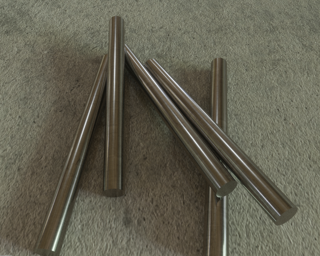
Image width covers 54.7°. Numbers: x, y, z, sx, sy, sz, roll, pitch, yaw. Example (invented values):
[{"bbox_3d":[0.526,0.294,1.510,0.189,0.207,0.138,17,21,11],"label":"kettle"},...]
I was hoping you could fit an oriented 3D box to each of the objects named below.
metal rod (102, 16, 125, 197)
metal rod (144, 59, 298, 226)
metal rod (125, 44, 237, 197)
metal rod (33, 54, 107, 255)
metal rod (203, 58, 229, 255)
[{"bbox_3d":[-0.061,-0.051,0.427,0.025,0.025,0.299,-3,56,-3],"label":"metal rod"},{"bbox_3d":[0.050,-0.008,0.383,0.025,0.025,0.300,-20,45,-16],"label":"metal rod"},{"bbox_3d":[0.004,-0.032,0.412,0.025,0.025,0.300,-20,48,-16],"label":"metal rod"},{"bbox_3d":[-0.095,0.007,0.396,0.025,0.025,0.300,4,50,4],"label":"metal rod"},{"bbox_3d":[0.073,0.013,0.392,0.025,0.025,0.300,6,50,5],"label":"metal rod"}]
